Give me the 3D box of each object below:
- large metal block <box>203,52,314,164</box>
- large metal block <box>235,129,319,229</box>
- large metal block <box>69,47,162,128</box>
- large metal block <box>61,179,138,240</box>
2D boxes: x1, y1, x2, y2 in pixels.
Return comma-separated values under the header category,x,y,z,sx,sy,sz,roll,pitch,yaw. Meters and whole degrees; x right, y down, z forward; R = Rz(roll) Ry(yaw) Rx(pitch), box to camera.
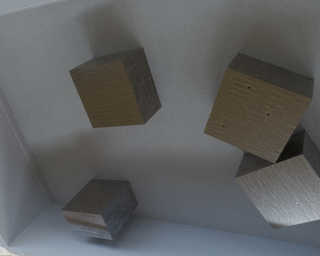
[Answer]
category,x,y,z,sx,sy,sz,roll,pitch,yaw
large metal block,0.102,-0.022,0.325,0.080,0.050,0.079,24,127,13
large metal block,0.147,0.060,0.352,0.080,0.050,0.080,-30,102,38
large metal block,-0.054,-0.049,0.391,0.080,0.050,0.080,-4,117,30
large metal block,-0.095,0.129,0.503,0.080,0.080,0.050,-3,117,30
